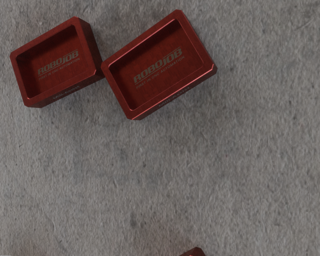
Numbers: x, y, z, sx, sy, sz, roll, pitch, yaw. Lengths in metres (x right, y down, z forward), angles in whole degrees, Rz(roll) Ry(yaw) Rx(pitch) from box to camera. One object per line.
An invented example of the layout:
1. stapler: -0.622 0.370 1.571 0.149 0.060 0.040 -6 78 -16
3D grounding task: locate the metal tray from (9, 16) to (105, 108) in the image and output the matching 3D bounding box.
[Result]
1. metal tray: -0.153 -0.094 0.458 0.130 0.030 0.090 -22 83 18

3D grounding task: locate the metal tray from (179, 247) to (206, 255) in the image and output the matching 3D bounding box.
1. metal tray: 0.044 0.231 0.390 0.090 0.030 0.130 -35 79 16

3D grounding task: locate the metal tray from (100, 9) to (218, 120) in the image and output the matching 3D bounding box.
1. metal tray: -0.003 -0.079 0.406 0.130 0.030 0.090 -31 80 17
